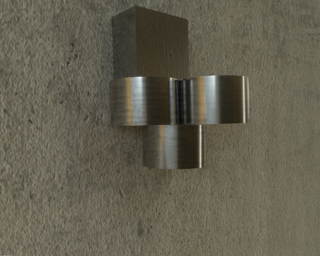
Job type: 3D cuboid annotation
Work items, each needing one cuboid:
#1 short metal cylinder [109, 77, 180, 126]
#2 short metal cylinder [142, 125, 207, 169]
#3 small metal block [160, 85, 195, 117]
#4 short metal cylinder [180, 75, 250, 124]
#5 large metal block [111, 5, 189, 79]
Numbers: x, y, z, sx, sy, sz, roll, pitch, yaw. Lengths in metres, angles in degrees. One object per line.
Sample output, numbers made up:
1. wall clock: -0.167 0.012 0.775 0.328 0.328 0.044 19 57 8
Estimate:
1. short metal cylinder: -0.017 -0.029 0.356 0.081 0.080 0.050 -3 92 -40
2. short metal cylinder: 0.018 0.021 0.386 0.081 0.080 0.050 -1 91 -40
3. small metal block: 0.022 -0.030 0.411 0.025 0.050 0.050 1 89 -40
4. short metal cylinder: 0.062 -0.030 0.358 0.081 0.080 0.050 -3 92 -40
5. large metal block: -0.011 -0.095 0.381 0.081 0.050 0.079 -2 92 -40
